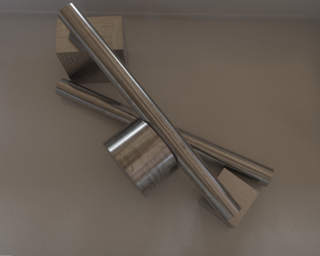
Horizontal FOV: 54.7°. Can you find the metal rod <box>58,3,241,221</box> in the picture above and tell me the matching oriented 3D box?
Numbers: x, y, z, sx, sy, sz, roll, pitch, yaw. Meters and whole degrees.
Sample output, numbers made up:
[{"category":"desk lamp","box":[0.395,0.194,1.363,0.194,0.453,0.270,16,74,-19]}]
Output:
[{"category":"metal rod","box":[-0.014,-0.020,0.354,0.025,0.025,0.300,-39,87,-13]}]

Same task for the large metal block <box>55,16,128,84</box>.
[{"category":"large metal block","box":[-0.086,-0.102,0.416,0.081,0.080,0.050,-3,70,-2]}]

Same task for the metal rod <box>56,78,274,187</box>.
[{"category":"metal rod","box":[0.000,0.003,0.407,0.301,0.025,0.025,24,72,8]}]

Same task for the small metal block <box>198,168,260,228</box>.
[{"category":"small metal block","box":[0.083,0.085,0.378,0.050,0.025,0.050,36,74,12]}]

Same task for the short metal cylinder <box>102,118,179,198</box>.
[{"category":"short metal cylinder","box":[-0.023,0.034,0.365,0.050,0.080,0.080,-38,75,-13]}]
